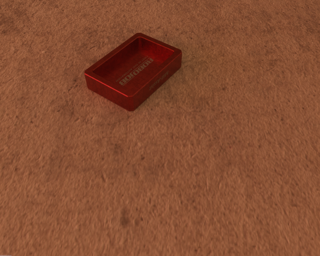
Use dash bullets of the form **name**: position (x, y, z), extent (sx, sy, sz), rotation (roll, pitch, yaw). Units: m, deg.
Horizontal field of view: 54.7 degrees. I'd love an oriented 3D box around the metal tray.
- **metal tray**: position (-0.038, -0.091, 0.475), extent (0.090, 0.030, 0.131), rotation (29, 56, 22)
